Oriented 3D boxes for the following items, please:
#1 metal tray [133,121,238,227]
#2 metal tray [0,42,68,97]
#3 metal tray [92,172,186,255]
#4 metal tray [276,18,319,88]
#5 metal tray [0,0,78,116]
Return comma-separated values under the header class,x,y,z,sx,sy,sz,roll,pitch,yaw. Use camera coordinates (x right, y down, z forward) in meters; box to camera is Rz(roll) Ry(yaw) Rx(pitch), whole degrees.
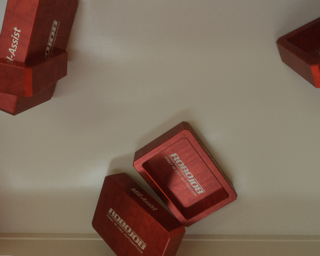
class,x,y,z,sx,sy,sz,roll,pitch,yaw
metal tray,0.036,0.067,0.433,0.090,0.030,0.130,-34,107,11
metal tray,-0.180,-0.073,0.337,0.131,0.090,0.030,12,116,4
metal tray,-0.034,0.131,0.412,0.030,0.130,0.089,-3,119,-47
metal tray,0.209,-0.101,0.338,0.130,0.090,0.030,-26,122,9
metal tray,-0.137,-0.086,0.341,0.030,0.090,0.129,22,108,0
